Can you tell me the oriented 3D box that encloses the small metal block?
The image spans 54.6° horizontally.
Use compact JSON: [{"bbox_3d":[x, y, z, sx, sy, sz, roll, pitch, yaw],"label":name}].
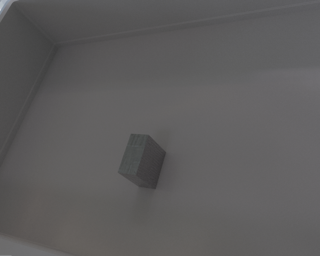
[{"bbox_3d":[-0.020,0.041,0.376,0.025,0.050,0.050,3,63,30],"label":"small metal block"}]
